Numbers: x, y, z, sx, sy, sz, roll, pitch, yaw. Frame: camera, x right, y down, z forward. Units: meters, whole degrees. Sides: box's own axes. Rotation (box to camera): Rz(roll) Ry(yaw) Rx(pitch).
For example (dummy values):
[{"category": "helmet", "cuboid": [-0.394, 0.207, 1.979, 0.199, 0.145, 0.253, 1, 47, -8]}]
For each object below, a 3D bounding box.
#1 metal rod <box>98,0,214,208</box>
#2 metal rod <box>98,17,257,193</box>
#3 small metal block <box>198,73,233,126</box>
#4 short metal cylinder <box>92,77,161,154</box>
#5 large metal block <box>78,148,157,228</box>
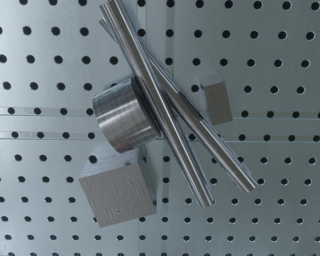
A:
[{"category": "metal rod", "cuboid": [0.007, -0.013, 0.389, 0.025, 0.025, 0.299, -23, 116, 8]}, {"category": "metal rod", "cuboid": [0.033, -0.024, 0.405, 0.025, 0.025, 0.300, -38, 106, 12]}, {"category": "small metal block", "cuboid": [0.069, -0.037, 0.388, 0.025, 0.050, 0.050, -15, 110, 5]}, {"category": "short metal cylinder", "cuboid": [-0.039, -0.015, 0.378, 0.050, 0.080, 0.080, -25, 109, 8]}, {"category": "large metal block", "cuboid": [-0.055, 0.081, 0.429, 0.080, 0.050, 0.080, -16, 110, 5]}]
